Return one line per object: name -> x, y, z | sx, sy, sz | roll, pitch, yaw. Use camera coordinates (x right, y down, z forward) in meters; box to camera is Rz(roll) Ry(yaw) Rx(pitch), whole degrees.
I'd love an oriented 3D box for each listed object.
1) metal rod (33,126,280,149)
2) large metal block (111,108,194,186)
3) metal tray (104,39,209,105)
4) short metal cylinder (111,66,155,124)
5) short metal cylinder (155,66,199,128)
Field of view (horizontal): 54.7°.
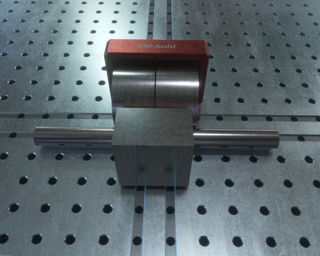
metal rod -> -0.004, 0.012, 0.392 | 0.302, 0.025, 0.025 | 1, 50, 0
large metal block -> -0.006, 0.023, 0.347 | 0.081, 0.080, 0.050 | 1, 50, 0
metal tray -> -0.004, -0.074, 0.423 | 0.131, 0.089, 0.030 | 1, 50, 0
short metal cylinder -> -0.031, -0.040, 0.401 | 0.050, 0.080, 0.080 | 1, 50, 0
short metal cylinder -> 0.021, -0.039, 0.401 | 0.050, 0.080, 0.080 | 1, 50, 1
